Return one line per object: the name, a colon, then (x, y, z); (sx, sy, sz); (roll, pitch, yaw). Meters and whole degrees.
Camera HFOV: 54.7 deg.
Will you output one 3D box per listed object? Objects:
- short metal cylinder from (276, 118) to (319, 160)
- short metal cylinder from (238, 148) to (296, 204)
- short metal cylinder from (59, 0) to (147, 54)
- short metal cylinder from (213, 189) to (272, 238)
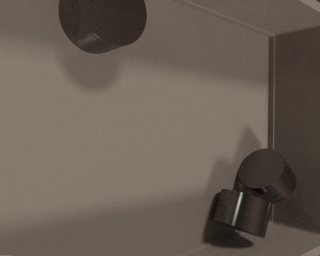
short metal cylinder: (0.281, 0.020, 0.613); (0.050, 0.080, 0.079); (-5, 94, -40)
short metal cylinder: (0.182, 0.082, 0.527); (0.050, 0.080, 0.080); (48, 62, -30)
short metal cylinder: (-0.062, -0.126, 0.340); (0.081, 0.050, 0.079); (0, 90, -40)
short metal cylinder: (0.128, 0.132, 0.481); (0.080, 0.080, 0.050); (32, 70, -36)
